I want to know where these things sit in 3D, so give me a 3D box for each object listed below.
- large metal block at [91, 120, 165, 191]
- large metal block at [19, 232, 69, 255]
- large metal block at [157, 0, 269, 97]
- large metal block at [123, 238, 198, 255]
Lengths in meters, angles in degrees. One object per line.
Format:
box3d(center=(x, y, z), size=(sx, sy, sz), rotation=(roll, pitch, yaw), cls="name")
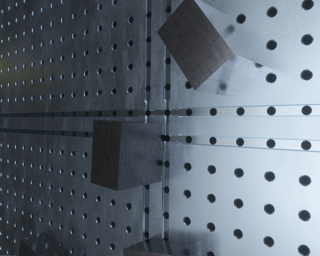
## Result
box3d(center=(-0.040, 0.032, 0.405), size=(0.050, 0.081, 0.079), rotation=(6, 94, 39), cls="large metal block")
box3d(center=(-0.217, 0.252, 0.568), size=(0.080, 0.050, 0.079), rotation=(18, 101, 38), cls="large metal block")
box3d(center=(0.056, -0.082, 0.326), size=(0.050, 0.081, 0.080), rotation=(-43, 65, 31), cls="large metal block")
box3d(center=(0.004, 0.188, 0.388), size=(0.080, 0.050, 0.080), rotation=(-12, 82, 39), cls="large metal block")
